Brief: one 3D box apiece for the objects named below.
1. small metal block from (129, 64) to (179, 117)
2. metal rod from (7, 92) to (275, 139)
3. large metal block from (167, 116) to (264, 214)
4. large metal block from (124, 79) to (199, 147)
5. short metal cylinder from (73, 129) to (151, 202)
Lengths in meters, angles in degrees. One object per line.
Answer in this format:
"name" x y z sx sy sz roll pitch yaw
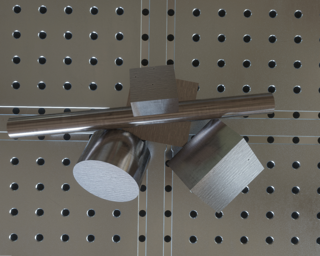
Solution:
"small metal block" -0.007 -0.042 0.348 0.050 0.025 0.050 -6 55 0
"metal rod" -0.021 -0.014 0.360 0.302 0.025 0.025 -6 90 0
"large metal block" 0.069 0.046 0.376 0.080 0.050 0.080 -45 134 0
"large metal block" 0.000 -0.023 0.397 0.080 0.050 0.080 11 90 0
"short metal cylinder" -0.057 0.046 0.376 0.080 0.079 0.050 19 47 0
